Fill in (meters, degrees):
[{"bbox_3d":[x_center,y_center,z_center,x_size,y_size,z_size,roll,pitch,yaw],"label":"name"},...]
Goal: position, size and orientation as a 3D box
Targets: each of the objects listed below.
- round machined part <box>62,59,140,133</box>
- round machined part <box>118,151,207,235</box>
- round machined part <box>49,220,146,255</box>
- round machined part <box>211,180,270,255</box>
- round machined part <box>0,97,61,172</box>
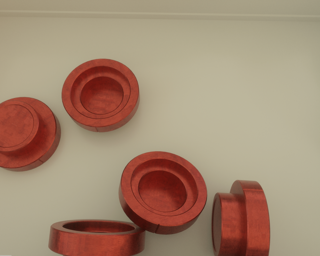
[{"bbox_3d":[-0.076,-0.040,0.414,0.099,0.042,0.098,0,70,-1],"label":"round machined part"},{"bbox_3d":[0.001,0.078,0.359,0.099,0.042,0.098,9,44,-9],"label":"round machined part"},{"bbox_3d":[-0.066,0.125,0.326,0.099,0.098,0.042,3,81,1],"label":"round machined part"},{"bbox_3d":[0.081,0.105,0.334,0.042,0.098,0.098,3,70,1],"label":"round machined part"},{"bbox_3d":[-0.183,0.004,0.397,0.099,0.042,0.098,0,70,-1],"label":"round machined part"}]
